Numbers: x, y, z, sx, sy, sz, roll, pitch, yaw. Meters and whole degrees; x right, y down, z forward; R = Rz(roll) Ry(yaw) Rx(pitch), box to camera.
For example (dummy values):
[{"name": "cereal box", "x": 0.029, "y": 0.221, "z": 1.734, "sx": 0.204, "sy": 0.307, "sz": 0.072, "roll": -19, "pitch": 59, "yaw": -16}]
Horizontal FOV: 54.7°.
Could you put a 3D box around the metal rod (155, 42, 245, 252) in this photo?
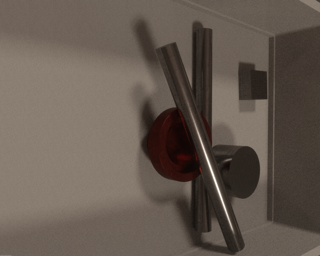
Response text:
[{"name": "metal rod", "x": 0.058, "y": 0.038, "z": 0.402, "sx": 0.025, "sy": 0.025, "sz": 0.298, "roll": -34, "pitch": 111, "yaw": -35}]

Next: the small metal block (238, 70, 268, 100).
[{"name": "small metal block", "x": 0.165, "y": -0.075, "z": 0.548, "sx": 0.050, "sy": 0.025, "sz": 0.050, "roll": -4, "pitch": 93, "yaw": -40}]

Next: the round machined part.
[{"name": "round machined part", "x": 0.022, "y": 0.021, "z": 0.416, "sx": 0.099, "sy": 0.042, "sz": 0.097, "roll": 0, "pitch": 90, "yaw": -40}]

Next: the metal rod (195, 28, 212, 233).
[{"name": "metal rod", "x": 0.065, "y": 0.003, "z": 0.463, "sx": 0.025, "sy": 0.025, "sz": 0.298, "roll": 0, "pitch": 90, "yaw": -40}]

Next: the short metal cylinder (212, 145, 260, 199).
[{"name": "short metal cylinder", "x": 0.113, "y": 0.067, "z": 0.488, "sx": 0.081, "sy": 0.050, "sz": 0.079, "roll": 0, "pitch": 90, "yaw": -40}]
